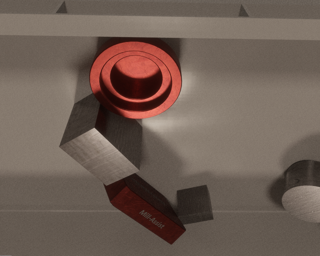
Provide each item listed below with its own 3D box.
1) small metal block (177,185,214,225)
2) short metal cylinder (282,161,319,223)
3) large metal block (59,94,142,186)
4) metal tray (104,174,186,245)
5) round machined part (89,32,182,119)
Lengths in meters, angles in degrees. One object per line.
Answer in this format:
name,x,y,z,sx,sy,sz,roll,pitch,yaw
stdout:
small metal block,0.056,0.123,0.499,0.050,0.050,0.025,-13,129,10
short metal cylinder,0.226,0.095,0.459,0.080,0.050,0.079,15,133,16
large metal block,-0.067,0.010,0.380,0.050,0.080,0.080,-27,126,20
metal tray,-0.026,0.106,0.453,0.030,0.090,0.130,-45,121,1
round machined part,-0.026,-0.061,0.346,0.099,0.042,0.097,-1,130,0
